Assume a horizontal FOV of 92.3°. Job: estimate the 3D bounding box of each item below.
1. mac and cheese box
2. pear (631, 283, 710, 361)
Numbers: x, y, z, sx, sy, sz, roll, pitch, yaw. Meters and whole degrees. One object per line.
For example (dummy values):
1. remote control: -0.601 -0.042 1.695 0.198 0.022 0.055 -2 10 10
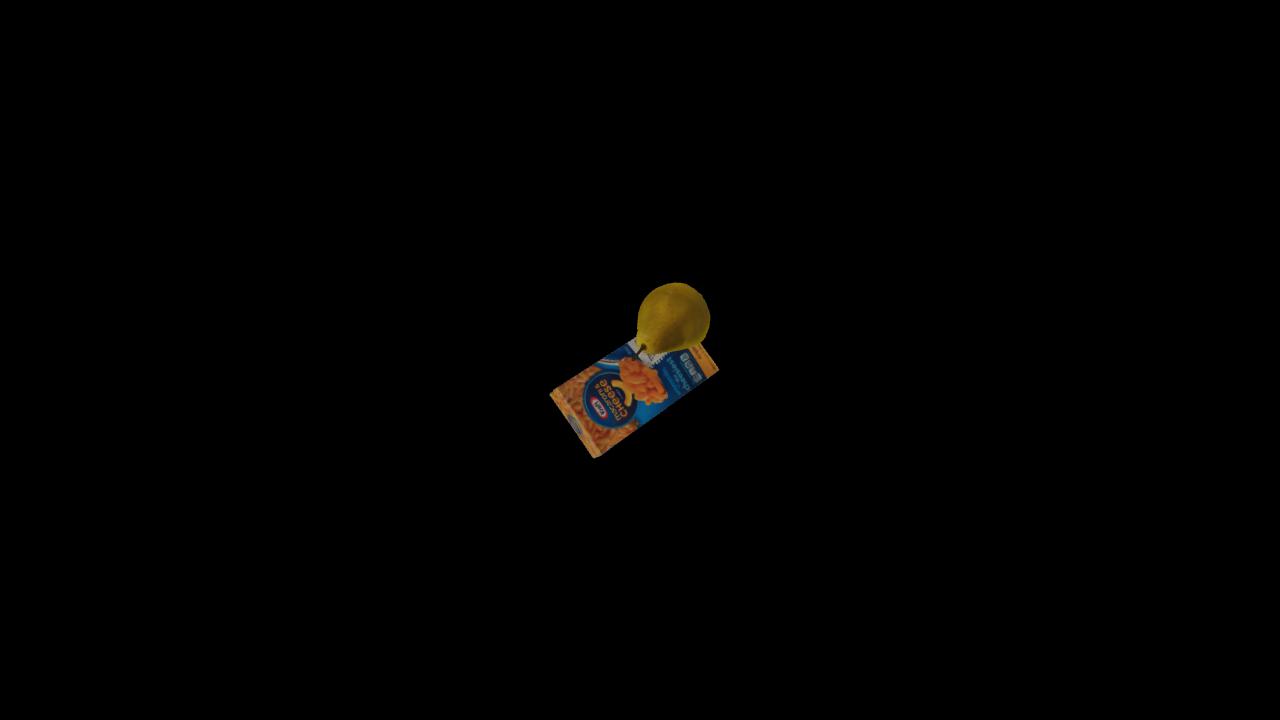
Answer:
1. mac and cheese box: -0.004 0.026 0.725 0.184 0.093 0.041 -34 0 -24
2. pear: 0.026 -0.035 0.634 0.080 0.080 0.111 0 25 26
